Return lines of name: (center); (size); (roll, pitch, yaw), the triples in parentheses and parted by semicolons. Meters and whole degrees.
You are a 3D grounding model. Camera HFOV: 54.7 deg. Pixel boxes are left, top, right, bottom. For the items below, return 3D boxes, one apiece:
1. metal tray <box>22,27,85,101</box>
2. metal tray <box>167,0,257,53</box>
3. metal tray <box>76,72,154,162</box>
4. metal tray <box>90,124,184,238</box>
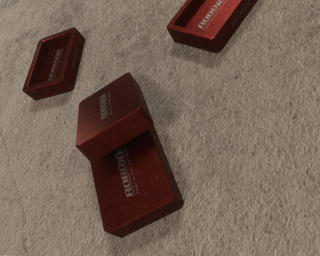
metal tray: (-0.194, -0.119, 0.572); (0.090, 0.030, 0.130); (-11, 57, 22)
metal tray: (0.083, -0.179, 0.466); (0.090, 0.030, 0.130); (28, 76, 37)
metal tray: (-0.064, -0.020, 0.414); (0.090, 0.030, 0.130); (-31, 30, 5)
metal tray: (-0.035, 0.055, 0.384); (0.090, 0.030, 0.130); (-29, 52, 9)
